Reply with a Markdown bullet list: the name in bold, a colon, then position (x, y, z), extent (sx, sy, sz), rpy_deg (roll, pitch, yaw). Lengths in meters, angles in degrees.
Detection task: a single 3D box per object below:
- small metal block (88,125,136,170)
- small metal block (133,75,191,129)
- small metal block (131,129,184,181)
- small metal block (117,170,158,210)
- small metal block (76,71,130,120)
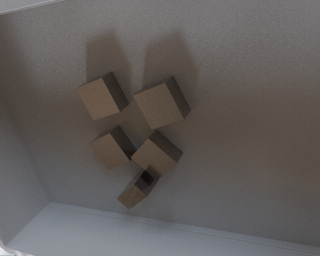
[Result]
- **small metal block**: position (-0.070, 0.030, 0.462), extent (0.050, 0.025, 0.050), rpy_deg (-25, 105, 36)
- **small metal block**: position (0.003, -0.031, 0.387), extent (0.050, 0.025, 0.050), rpy_deg (-17, 110, 34)
- **small metal block**: position (-0.005, 0.038, 0.433), extent (0.050, 0.025, 0.050), rpy_deg (42, 129, -1)
- **small metal block**: position (-0.030, 0.088, 0.461), extent (0.025, 0.050, 0.050), rpy_deg (44, 129, -3)
- **small metal block**: position (-0.078, -0.043, 0.421), extent (0.050, 0.025, 0.050), rpy_deg (-14, 111, 33)
